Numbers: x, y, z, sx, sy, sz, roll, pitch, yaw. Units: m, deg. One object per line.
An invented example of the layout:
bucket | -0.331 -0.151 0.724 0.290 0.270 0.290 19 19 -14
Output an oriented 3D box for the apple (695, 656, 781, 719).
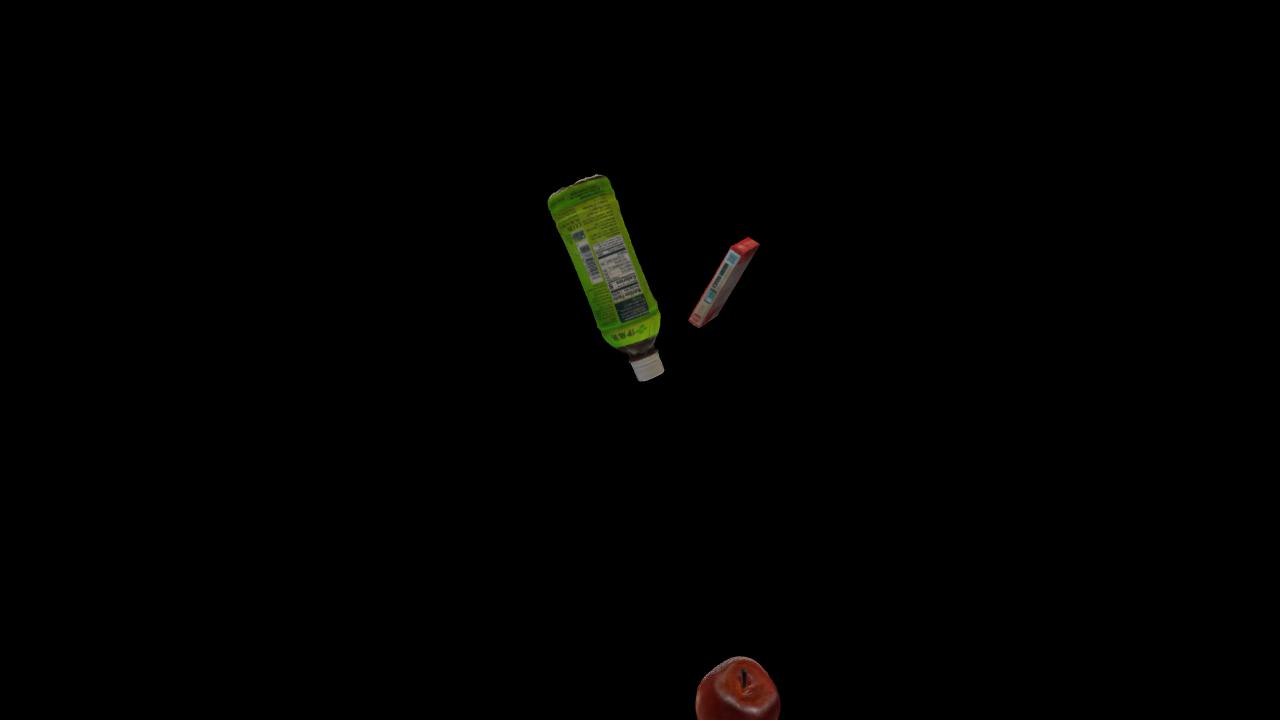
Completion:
apple | 0.090 0.325 0.577 0.079 0.093 0.079 9 25 -4

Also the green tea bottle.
green tea bottle | -0.027 -0.079 0.638 0.073 0.212 0.073 -20 7 3

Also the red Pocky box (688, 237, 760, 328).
red Pocky box | 0.140 -0.129 1.027 0.028 0.155 0.083 37 33 13
